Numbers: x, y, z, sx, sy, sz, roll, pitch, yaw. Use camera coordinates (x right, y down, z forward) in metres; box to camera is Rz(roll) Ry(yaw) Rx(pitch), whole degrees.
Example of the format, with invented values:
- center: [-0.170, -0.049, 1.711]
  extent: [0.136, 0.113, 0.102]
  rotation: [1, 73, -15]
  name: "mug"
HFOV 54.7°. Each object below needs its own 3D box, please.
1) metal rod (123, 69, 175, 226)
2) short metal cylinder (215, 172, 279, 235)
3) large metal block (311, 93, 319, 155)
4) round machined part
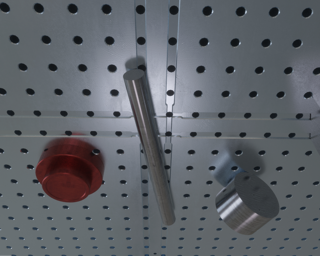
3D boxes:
- center: [-0.008, 0.050, 0.454]
  extent: [0.025, 0.025, 0.298]
  rotation: [-7, 130, 6]
  name: "metal rod"
- center: [0.133, 0.115, 0.475]
  extent: [0.080, 0.080, 0.050]
  rotation: [21, 127, -17]
  name: "short metal cylinder"
- center: [0.229, 0.007, 0.384]
  extent: [0.050, 0.080, 0.080]
  rotation: [-13, 129, 10]
  name: "large metal block"
- center: [-0.136, 0.075, 0.463]
  extent: [0.099, 0.042, 0.097]
  rotation: [0, 130, 0]
  name: "round machined part"
